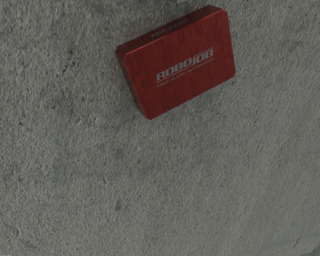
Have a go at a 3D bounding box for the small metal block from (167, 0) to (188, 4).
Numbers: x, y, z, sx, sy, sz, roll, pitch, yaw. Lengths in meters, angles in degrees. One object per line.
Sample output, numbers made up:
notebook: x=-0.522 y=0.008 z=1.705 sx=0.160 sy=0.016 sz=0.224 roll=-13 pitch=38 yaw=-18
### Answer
small metal block: x=0.026 y=-0.150 z=0.312 sx=0.050 sy=0.050 sz=0.025 roll=-24 pitch=127 yaw=-14

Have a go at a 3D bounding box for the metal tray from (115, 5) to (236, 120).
metal tray: x=0.023 y=-0.077 z=0.369 sx=0.131 sy=0.030 sz=0.090 roll=-28 pitch=128 yaw=-11
